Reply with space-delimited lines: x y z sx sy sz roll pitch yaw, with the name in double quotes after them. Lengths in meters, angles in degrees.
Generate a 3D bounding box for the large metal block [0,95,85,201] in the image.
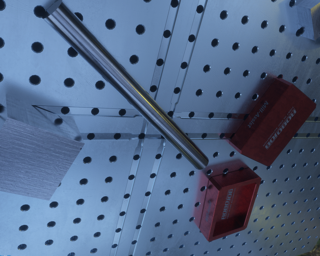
-0.141 0.024 0.332 0.080 0.050 0.080 25 105 -37 "large metal block"

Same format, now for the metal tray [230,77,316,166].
0.184 -0.006 0.505 0.090 0.030 0.129 24 105 -37 "metal tray"

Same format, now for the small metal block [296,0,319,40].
0.223 -0.161 0.433 0.050 0.025 0.050 -36 129 -4 "small metal block"

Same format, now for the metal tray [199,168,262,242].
0.126 0.140 0.562 0.091 0.030 0.129 -9 123 -24 "metal tray"

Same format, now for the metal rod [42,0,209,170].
-0.018 -0.029 0.383 0.025 0.025 0.300 -44 129 2 "metal rod"
